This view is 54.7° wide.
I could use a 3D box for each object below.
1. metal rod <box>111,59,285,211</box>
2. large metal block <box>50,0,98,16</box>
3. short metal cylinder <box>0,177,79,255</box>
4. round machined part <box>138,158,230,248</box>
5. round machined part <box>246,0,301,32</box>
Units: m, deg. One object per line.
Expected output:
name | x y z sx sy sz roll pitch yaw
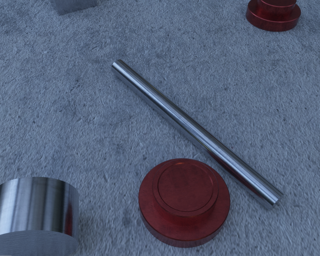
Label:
metal rod | 0.031 -0.008 0.409 0.025 0.025 0.300 -33 57 -24
large metal block | -0.174 -0.275 0.597 0.081 0.080 0.050 -24 54 -19
short metal cylinder | -0.118 0.089 0.292 0.081 0.080 0.050 -7 51 -6
round machined part | 0.026 0.072 0.332 0.099 0.042 0.098 0 50 0
round machined part | 0.216 -0.227 0.585 0.099 0.042 0.098 0 50 0
